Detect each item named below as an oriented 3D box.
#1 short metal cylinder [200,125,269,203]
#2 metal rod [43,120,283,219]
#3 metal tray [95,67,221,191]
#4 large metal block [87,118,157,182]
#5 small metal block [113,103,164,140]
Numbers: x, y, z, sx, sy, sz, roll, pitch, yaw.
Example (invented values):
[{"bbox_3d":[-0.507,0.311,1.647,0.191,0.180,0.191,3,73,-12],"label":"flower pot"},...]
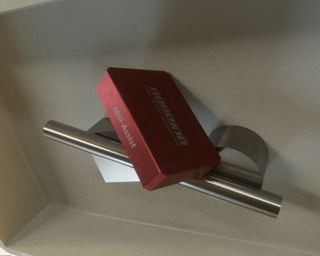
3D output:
[{"bbox_3d":[0.085,0.044,0.372,0.080,0.050,0.079,13,124,20],"label":"short metal cylinder"},{"bbox_3d":[-0.012,0.043,0.372,0.301,0.025,0.025,17,125,18],"label":"metal rod"},{"bbox_3d":[-0.002,-0.005,0.329,0.030,0.091,0.130,-47,61,38],"label":"metal tray"},{"bbox_3d":[-0.048,0.027,0.432,0.080,0.050,0.080,-8,115,31],"label":"large metal block"},{"bbox_3d":[-0.027,-0.016,0.366,0.050,0.025,0.050,-15,77,5],"label":"small metal block"}]
